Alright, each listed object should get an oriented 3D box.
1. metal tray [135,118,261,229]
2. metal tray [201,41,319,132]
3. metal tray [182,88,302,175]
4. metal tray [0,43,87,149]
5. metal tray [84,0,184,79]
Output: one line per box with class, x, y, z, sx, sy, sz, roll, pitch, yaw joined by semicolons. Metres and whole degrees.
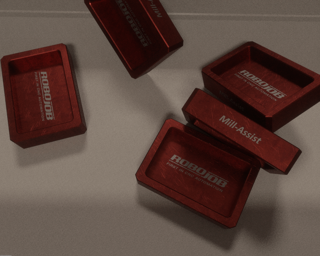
metal tray;0.047;0.055;0.387;0.130;0.030;0.090;26;72;9
metal tray;0.127;-0.058;0.399;0.090;0.030;0.130;-32;46;-11
metal tray;0.091;0.007;0.371;0.130;0.090;0.030;33;88;11
metal tray;-0.158;-0.046;0.421;0.091;0.030;0.130;-14;71;-6
metal tray;-0.037;-0.140;0.402;0.030;0.090;0.130;-36;96;-38
